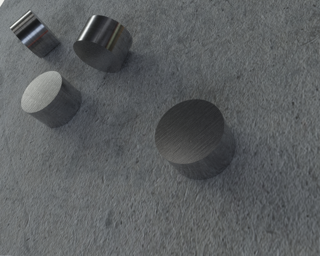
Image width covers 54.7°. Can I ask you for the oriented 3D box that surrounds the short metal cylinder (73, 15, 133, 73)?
[{"bbox_3d":[-0.091,-0.133,0.498,0.080,0.080,0.050,8,66,31],"label":"short metal cylinder"}]

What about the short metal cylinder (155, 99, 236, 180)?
[{"bbox_3d":[0.041,0.014,0.358,0.080,0.050,0.080,-13,56,21],"label":"short metal cylinder"}]

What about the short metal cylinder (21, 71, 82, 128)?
[{"bbox_3d":[-0.178,-0.047,0.510,0.080,0.050,0.080,-13,56,21],"label":"short metal cylinder"}]

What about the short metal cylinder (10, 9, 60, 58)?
[{"bbox_3d":[-0.245,-0.185,0.611,0.050,0.080,0.080,-42,51,0],"label":"short metal cylinder"}]
